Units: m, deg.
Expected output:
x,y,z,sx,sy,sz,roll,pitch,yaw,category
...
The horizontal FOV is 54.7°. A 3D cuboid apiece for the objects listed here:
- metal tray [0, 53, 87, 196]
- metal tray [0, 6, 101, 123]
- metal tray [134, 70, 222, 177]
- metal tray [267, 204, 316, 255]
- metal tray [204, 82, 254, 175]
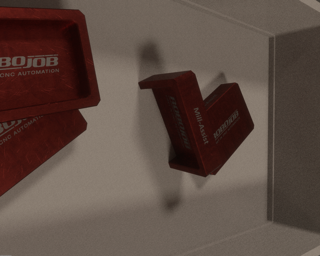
x,y,z,sx,sy,sz,roll,pitch,yaw,category
-0.143,0.000,0.284,0.131,0.030,0.090,-43,116,-32,metal tray
-0.122,-0.052,0.262,0.131,0.030,0.089,-15,99,-39,metal tray
0.022,-0.005,0.403,0.030,0.090,0.129,-31,111,-31,metal tray
0.275,0.236,0.642,0.090,0.030,0.130,52,60,-28,metal tray
0.091,-0.001,0.482,0.131,0.030,0.090,-42,116,-32,metal tray
